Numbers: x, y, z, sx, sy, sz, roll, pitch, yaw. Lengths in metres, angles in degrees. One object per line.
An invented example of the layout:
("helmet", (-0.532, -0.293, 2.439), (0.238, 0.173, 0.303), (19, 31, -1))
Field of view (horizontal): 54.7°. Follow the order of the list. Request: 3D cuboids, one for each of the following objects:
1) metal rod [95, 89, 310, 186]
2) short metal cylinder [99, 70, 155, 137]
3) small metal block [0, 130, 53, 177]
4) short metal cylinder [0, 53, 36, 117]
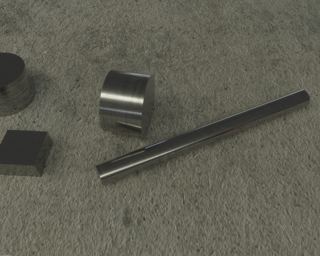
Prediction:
("metal rod", (0.067, 0.006, 0.398), (0.302, 0.025, 0.025), (-20, 53, -16))
("short metal cylinder", (-0.039, -0.031, 0.393), (0.050, 0.080, 0.080), (8, 51, 7))
("small metal block", (-0.165, 0.030, 0.376), (0.050, 0.025, 0.050), (3, 50, 2))
("short metal cylinder", (-0.224, -0.062, 0.437), (0.081, 0.050, 0.080), (0, 50, 0))
